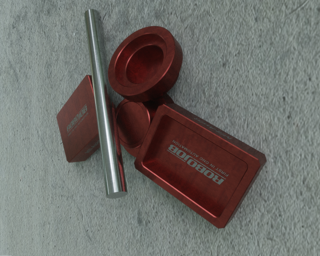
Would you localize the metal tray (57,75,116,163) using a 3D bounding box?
[{"bbox_3d":[-0.116,-0.011,0.485,0.129,0.030,0.090,-38,64,42],"label":"metal tray"}]

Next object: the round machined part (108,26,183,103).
[{"bbox_3d":[-0.015,-0.076,0.393,0.098,0.042,0.098,-14,61,27],"label":"round machined part"}]

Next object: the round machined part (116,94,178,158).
[{"bbox_3d":[-0.025,-0.007,0.417,0.098,0.042,0.097,0,90,40],"label":"round machined part"}]

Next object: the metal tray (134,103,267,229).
[{"bbox_3d":[0.041,0.039,0.355,0.130,0.030,0.089,32,110,24],"label":"metal tray"}]

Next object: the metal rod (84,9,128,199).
[{"bbox_3d":[-0.079,-0.051,0.428,0.025,0.025,0.299,-34,56,35],"label":"metal rod"}]
